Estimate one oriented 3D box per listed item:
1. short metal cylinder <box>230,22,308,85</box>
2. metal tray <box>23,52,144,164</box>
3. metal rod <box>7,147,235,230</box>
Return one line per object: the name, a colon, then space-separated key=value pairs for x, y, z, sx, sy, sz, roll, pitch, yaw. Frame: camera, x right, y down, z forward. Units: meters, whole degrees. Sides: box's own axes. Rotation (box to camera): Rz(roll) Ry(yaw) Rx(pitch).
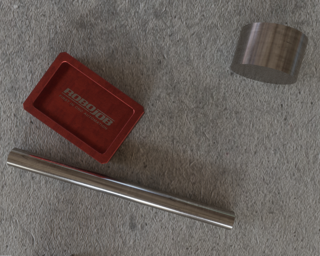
short metal cylinder: x=0.134 y=-0.090 z=0.384 sx=0.080 sy=0.080 sz=0.050 roll=16 pitch=90 yaw=0
metal tray: x=-0.097 y=-0.026 z=0.406 sx=0.130 sy=0.030 sz=0.090 roll=35 pitch=90 yaw=0
metal rod: x=-0.050 y=0.080 z=0.409 sx=0.302 sy=0.025 sz=0.025 roll=16 pitch=90 yaw=0
